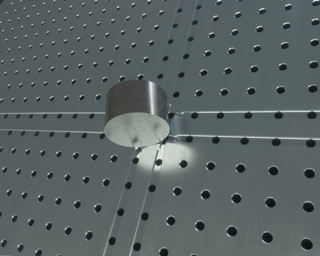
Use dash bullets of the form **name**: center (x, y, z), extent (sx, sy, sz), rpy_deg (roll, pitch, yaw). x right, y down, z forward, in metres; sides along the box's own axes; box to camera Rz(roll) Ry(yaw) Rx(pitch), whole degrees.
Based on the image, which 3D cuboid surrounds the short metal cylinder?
- **short metal cylinder**: center (-0.030, -0.017, 0.397), extent (0.080, 0.080, 0.050), rpy_deg (-17, 55, 18)
